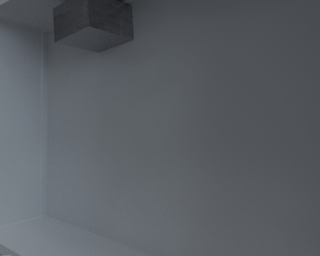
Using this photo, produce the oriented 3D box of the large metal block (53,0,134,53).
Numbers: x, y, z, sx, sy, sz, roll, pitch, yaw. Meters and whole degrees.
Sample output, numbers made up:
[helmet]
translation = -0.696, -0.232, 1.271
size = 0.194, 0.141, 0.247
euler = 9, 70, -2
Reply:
[large metal block]
translation = -0.096, -0.151, 0.451
size = 0.080, 0.081, 0.050
euler = -6, 86, 40
